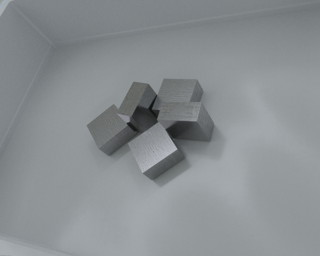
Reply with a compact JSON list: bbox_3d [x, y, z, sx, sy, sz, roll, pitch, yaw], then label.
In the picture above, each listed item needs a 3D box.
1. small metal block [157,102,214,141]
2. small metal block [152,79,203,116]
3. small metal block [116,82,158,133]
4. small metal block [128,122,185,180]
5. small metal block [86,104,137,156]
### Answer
[{"bbox_3d":[0.032,-0.008,0.374,0.050,0.050,0.025,3,64,29],"label":"small metal block"},{"bbox_3d":[0.024,-0.038,0.413,0.050,0.025,0.050,7,65,30],"label":"small metal block"},{"bbox_3d":[-0.025,-0.026,0.414,0.025,0.050,0.050,13,69,33],"label":"small metal block"},{"bbox_3d":[-0.005,0.028,0.387,0.050,0.025,0.050,-35,52,4],"label":"small metal block"},{"bbox_3d":[-0.069,0.002,0.436,0.050,0.025,0.050,-38,51,2],"label":"small metal block"}]
